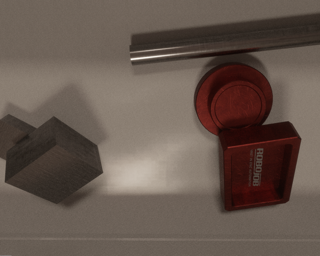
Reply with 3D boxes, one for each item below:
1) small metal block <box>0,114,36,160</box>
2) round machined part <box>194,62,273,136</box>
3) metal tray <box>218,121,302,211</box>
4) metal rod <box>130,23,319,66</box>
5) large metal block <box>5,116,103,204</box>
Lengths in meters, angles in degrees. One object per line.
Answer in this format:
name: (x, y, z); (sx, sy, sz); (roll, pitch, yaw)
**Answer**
small metal block: (-0.194, 0.017, 0.415); (0.050, 0.025, 0.050); (30, 107, -11)
round machined part: (0.094, -0.031, 0.392); (0.099, 0.042, 0.097); (0, 110, -1)
metal tray: (0.126, 0.055, 0.407); (0.091, 0.030, 0.129); (-9, 131, 3)
metal rod: (0.115, -0.105, 0.374); (0.302, 0.025, 0.025); (-6, 110, 1)
large metal block: (-0.133, 0.044, 0.395); (0.080, 0.050, 0.080); (-35, 136, 11)
